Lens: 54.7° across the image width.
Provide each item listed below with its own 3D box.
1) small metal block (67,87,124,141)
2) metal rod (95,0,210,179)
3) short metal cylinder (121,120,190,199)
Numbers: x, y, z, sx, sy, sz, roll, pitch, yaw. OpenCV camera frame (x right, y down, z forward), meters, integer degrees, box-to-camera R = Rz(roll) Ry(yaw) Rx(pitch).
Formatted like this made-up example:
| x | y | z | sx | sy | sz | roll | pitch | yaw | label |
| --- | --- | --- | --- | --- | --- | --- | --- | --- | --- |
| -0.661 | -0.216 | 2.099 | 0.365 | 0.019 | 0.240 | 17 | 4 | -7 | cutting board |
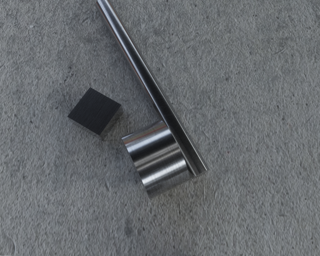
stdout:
| x | y | z | sx | sy | sz | roll | pitch | yaw | label |
| --- | --- | --- | --- | --- | --- | --- | --- | --- | --- |
| -0.085 | -0.018 | 0.414 | 0.050 | 0.025 | 0.050 | 30 | 72 | 10 | small metal block |
| -0.018 | -0.067 | 0.432 | 0.025 | 0.025 | 0.299 | -26 | 72 | -9 | metal rod |
| -0.006 | 0.037 | 0.365 | 0.050 | 0.080 | 0.080 | -25 | 72 | -9 | short metal cylinder |
